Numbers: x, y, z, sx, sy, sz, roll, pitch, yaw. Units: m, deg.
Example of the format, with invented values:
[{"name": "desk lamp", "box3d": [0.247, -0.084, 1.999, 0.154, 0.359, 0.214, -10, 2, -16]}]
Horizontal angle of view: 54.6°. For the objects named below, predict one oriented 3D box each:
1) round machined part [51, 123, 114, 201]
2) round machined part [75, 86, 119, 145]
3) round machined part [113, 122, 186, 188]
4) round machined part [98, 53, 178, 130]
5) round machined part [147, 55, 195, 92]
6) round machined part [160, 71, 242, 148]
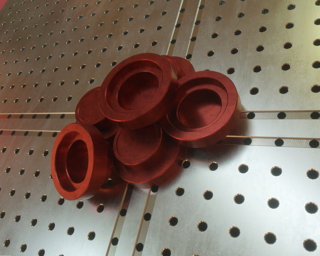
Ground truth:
[{"name": "round machined part", "box3d": [-0.099, 0.044, 0.407, 0.098, 0.042, 0.098, -6, 80, 41]}, {"name": "round machined part", "box3d": [-0.085, -0.023, 0.457, 0.098, 0.042, 0.098, -13, 56, 21]}, {"name": "round machined part", "box3d": [-0.020, 0.023, 0.394, 0.098, 0.042, 0.098, -13, 56, 21]}, {"name": "round machined part", "box3d": [-0.023, -0.041, 0.380, 0.098, 0.042, 0.098, -13, 56, 21]}, {"name": "round machined part", "box3d": [0.002, -0.063, 0.436, 0.098, 0.042, 0.098, -13, 56, 21]}, {"name": "round machined part", "box3d": [0.051, -0.019, 0.382, 0.098, 0.042, 0.098, -13, 56, 21]}]
